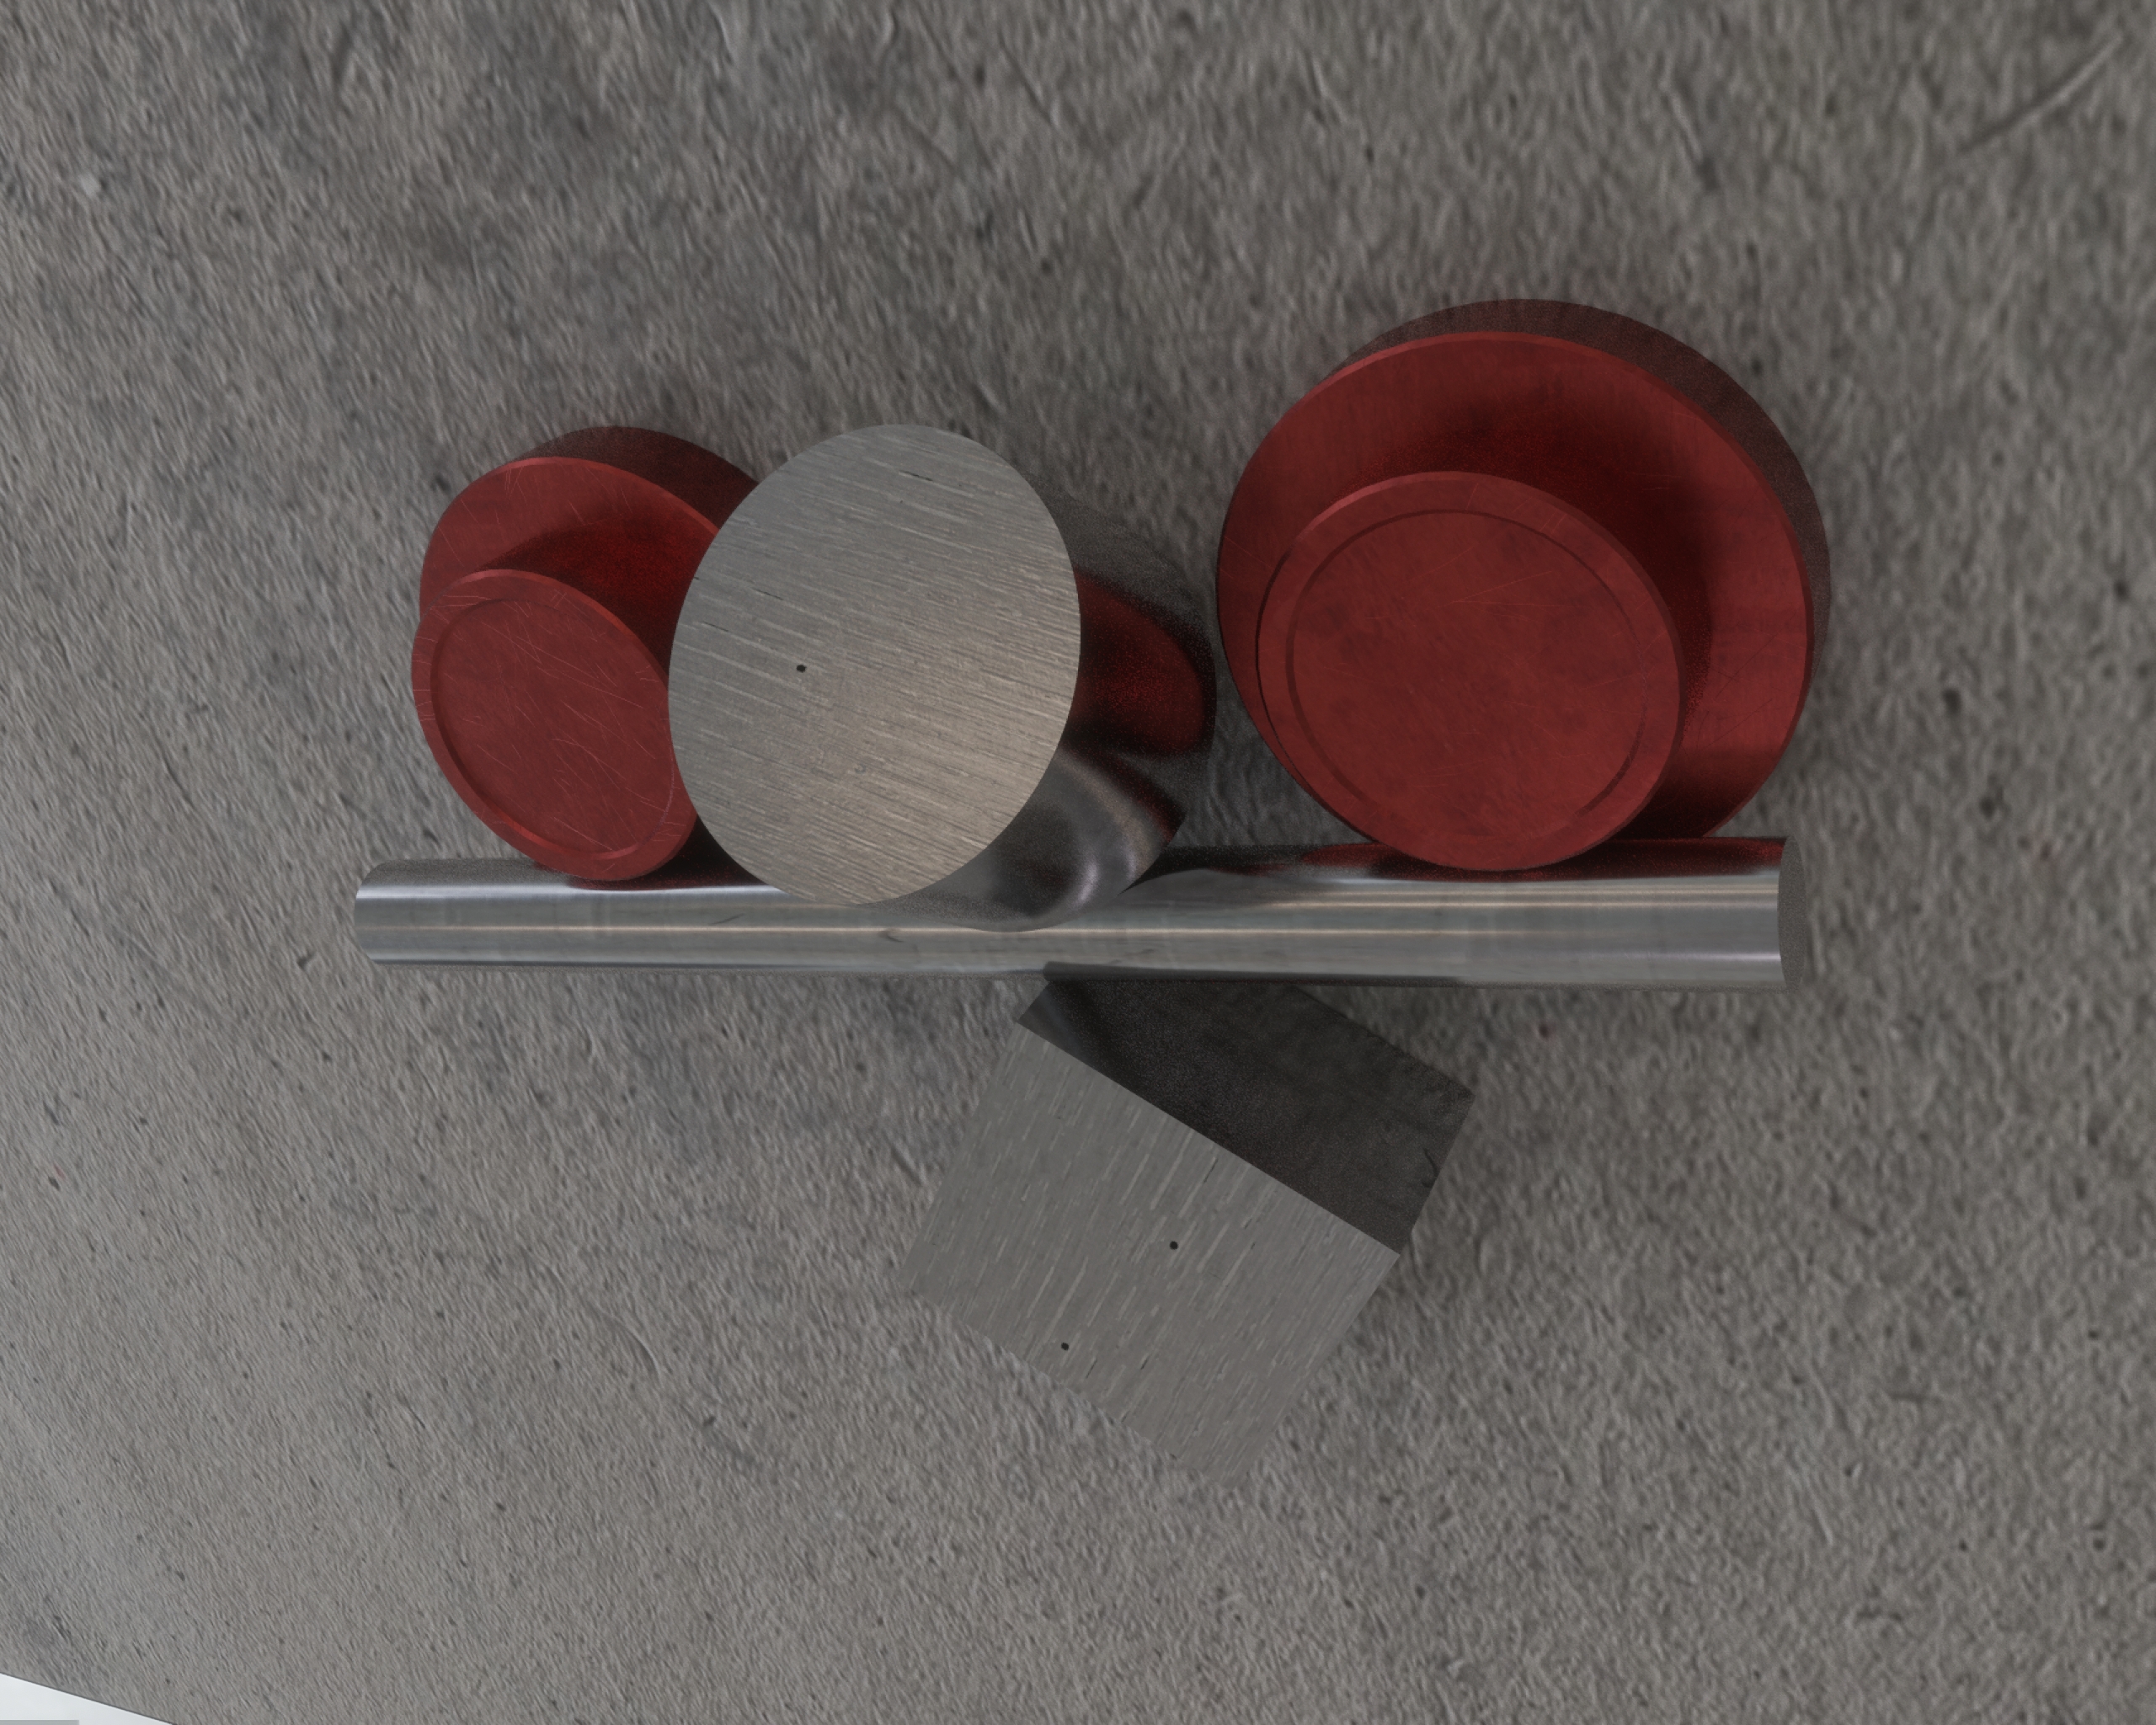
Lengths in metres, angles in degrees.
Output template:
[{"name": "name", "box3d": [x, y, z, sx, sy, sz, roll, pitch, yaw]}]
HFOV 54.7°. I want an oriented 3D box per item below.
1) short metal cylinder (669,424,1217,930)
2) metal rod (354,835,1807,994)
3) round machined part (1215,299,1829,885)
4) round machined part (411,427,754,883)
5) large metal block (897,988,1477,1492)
[{"name": "short metal cylinder", "box3d": [-0.023, -0.030, 0.362, 0.080, 0.050, 0.080, -4, 81, 28]}, {"name": "metal rod", "box3d": [-0.020, 0.010, 0.398, 0.300, 0.025, 0.025, -1, 118, 28]}, {"name": "round machined part", "box3d": [0.068, -0.037, 0.339, 0.098, 0.042, 0.097, 13, 124, 21]}, {"name": "round machined part", "box3d": [-0.095, -0.035, 0.425, 0.098, 0.042, 0.097, 13, 124, 21]}, {"name": "large metal block", "box3d": [0.020, 0.066, 0.419, 0.080, 0.050, 0.079, 31, 128, 8]}]
